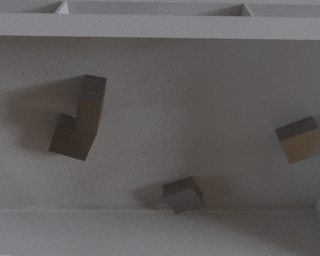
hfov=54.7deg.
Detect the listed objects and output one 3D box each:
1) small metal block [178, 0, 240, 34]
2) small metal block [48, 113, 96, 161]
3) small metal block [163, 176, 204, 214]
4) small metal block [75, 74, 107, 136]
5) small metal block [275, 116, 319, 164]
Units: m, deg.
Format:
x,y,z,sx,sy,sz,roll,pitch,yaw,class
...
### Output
x,y,z,sx,sy,sz,roll,pitch,yaw,class
0.044,-0.112,0.297,0.050,0.050,0.025,0,130,-1,small metal block
-0.117,0.013,0.419,0.050,0.025,0.050,19,128,-16,small metal block
0.038,0.110,0.503,0.050,0.025,0.050,-21,127,16,small metal block
-0.082,-0.028,0.368,0.025,0.050,0.050,10,129,-8,small metal block
0.193,0.018,0.426,0.050,0.025,0.050,-23,127,18,small metal block
